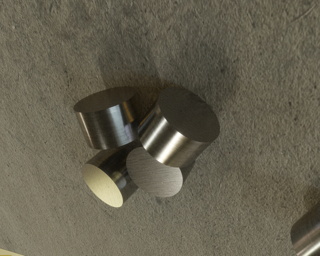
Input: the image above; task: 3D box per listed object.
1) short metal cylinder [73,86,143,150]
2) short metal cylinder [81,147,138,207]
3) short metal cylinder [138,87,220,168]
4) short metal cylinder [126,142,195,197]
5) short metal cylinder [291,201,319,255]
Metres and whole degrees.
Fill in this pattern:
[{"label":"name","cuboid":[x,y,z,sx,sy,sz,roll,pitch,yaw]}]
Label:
[{"label":"short metal cylinder","cuboid":[-0.062,-0.015,0.395,0.080,0.080,0.050,0,118,28]},{"label":"short metal cylinder","cuboid":[-0.069,0.070,0.459,0.080,0.050,0.079,25,137,26]},{"label":"short metal cylinder","cuboid":[0.022,-0.001,0.359,0.080,0.080,0.050,39,129,1]},{"label":"short metal cylinder","cuboid":[0.002,0.046,0.418,0.080,0.050,0.079,13,124,20]},{"label":"short metal cylinder","cuboid":[0.197,0.125,0.345,0.080,0.080,0.050,31,128,8]}]
